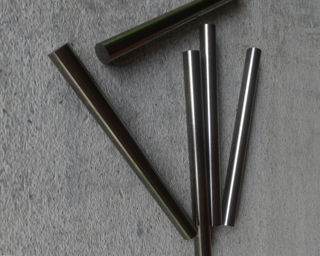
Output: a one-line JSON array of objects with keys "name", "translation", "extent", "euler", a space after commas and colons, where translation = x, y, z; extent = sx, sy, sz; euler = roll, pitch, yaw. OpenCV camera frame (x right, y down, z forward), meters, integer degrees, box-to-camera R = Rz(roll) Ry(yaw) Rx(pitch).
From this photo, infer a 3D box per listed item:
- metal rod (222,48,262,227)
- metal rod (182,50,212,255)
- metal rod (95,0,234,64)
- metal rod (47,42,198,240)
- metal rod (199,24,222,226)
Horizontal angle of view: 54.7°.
[{"name": "metal rod", "translation": [0.135, 0.009, 0.517], "extent": [0.025, 0.025, 0.299], "euler": [19, 78, -39]}, {"name": "metal rod", "translation": [0.054, 0.040, 0.449], "extent": [0.025, 0.025, 0.298], "euler": [-7, 94, -40]}, {"name": "metal rod", "translation": [0.035, -0.159, 0.433], "extent": [0.302, 0.025, 0.025], "euler": [-37, 113, -34]}, {"name": "metal rod", "translation": [-0.031, 0.034, 0.378], "extent": [0.025, 0.025, 0.299], "euler": [-47, 118, -29]}, {"name": "metal rod", "translation": [0.076, -0.003, 0.468], "extent": [0.025, 0.025, 0.298], "euler": [-4, 92, -40]}]
